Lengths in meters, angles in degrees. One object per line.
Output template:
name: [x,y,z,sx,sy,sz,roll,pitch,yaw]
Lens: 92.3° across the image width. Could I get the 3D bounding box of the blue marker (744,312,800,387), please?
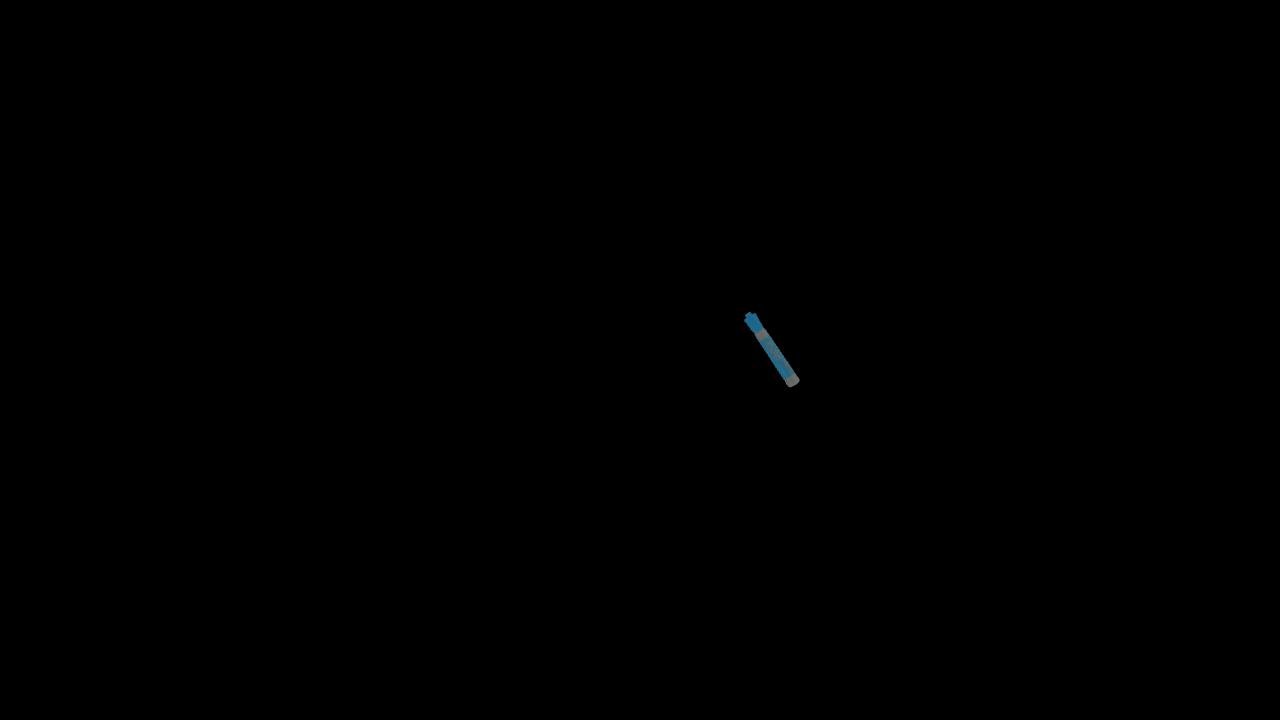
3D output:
blue marker: [0.183,-0.015,0.859,0.020,0.121,0.020,-34,8,6]
